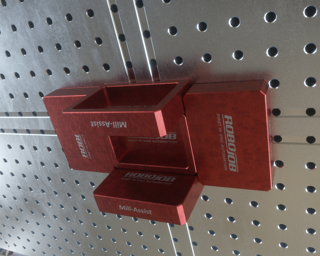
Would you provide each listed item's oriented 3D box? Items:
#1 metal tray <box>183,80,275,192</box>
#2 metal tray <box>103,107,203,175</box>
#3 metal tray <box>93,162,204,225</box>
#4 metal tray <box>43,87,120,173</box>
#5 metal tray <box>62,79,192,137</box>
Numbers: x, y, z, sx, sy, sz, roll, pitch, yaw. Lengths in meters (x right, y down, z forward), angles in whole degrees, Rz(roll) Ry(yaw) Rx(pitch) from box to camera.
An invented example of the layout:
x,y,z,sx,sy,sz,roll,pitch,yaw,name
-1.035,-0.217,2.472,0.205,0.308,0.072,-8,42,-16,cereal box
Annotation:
x,y,z,sx,sy,sz,roll,pitch,yaw,name
0.084,0.012,0.368,0.090,0.030,0.129,0,119,26,metal tray
-0.013,0.014,0.419,0.130,0.030,0.089,1,119,27,metal tray
-0.013,0.081,0.422,0.130,0.090,0.030,1,119,27,metal tray
-0.113,0.005,0.468,0.090,0.030,0.129,1,119,27,metal tray
-0.037,-0.025,0.372,0.130,0.090,0.030,1,119,27,metal tray
